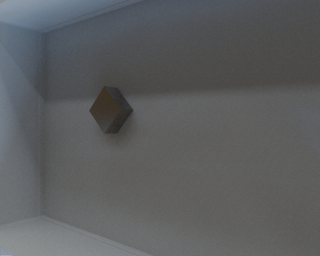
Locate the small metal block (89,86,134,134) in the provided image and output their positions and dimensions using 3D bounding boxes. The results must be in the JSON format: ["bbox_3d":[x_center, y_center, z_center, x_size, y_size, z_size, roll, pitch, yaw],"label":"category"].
[{"bbox_3d":[-0.074,-0.027,0.466,0.050,0.025,0.050,52,120,27],"label":"small metal block"}]
